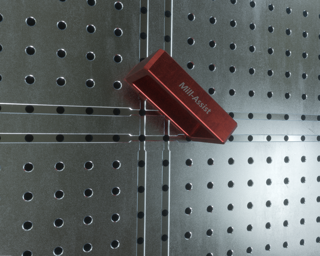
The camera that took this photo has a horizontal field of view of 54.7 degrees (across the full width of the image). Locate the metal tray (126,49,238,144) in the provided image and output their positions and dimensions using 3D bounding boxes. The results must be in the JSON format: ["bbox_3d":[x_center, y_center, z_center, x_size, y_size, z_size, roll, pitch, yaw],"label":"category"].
[{"bbox_3d":[0.024,-0.034,0.387,0.130,0.090,0.030,42,77,-16],"label":"metal tray"}]
